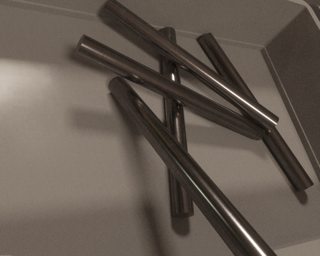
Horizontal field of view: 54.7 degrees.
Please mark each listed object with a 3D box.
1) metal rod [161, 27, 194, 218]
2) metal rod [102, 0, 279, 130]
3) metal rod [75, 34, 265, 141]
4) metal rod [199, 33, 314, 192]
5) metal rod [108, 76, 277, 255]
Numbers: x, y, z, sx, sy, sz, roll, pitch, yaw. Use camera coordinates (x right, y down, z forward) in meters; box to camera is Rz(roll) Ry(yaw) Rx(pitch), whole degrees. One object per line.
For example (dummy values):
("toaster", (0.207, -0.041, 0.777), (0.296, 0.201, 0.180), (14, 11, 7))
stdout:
("metal rod", (0.020, -0.028, 0.435), (0.025, 0.025, 0.299), (11, 57, -23))
("metal rod", (0.050, -0.090, 0.456), (0.301, 0.025, 0.025), (34, 51, -7))
("metal rod", (0.033, -0.043, 0.417), (0.302, 0.025, 0.025), (22, 53, -28))
("metal rod", (0.152, -0.034, 0.511), (0.025, 0.025, 0.299), (-19, 72, -36))
("metal rod", (0.014, 0.027, 0.314), (0.025, 0.025, 0.300), (-6, 38, -31))
